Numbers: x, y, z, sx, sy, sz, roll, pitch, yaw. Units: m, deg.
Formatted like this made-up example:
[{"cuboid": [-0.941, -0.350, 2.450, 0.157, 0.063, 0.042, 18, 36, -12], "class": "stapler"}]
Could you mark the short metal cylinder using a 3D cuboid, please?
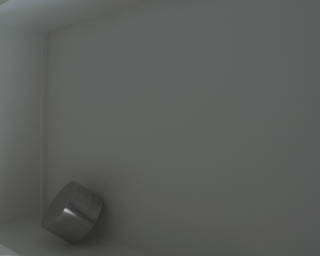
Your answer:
[{"cuboid": [-0.135, 0.129, 0.475, 0.080, 0.050, 0.080, -39, 24, 22], "class": "short metal cylinder"}]
